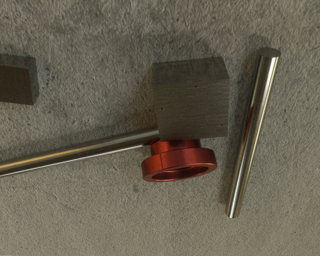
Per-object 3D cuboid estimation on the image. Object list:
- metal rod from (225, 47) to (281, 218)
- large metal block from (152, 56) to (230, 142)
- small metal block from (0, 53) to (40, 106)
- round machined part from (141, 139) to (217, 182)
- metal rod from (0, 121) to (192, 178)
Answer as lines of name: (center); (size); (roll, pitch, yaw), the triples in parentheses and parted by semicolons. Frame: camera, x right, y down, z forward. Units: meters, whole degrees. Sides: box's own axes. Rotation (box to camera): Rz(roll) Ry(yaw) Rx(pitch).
metal rod: (0.122, 0.031, 0.435); (0.025, 0.025, 0.298); (-1, 130, 0)
large metal block: (0.036, -0.033, 0.364); (0.080, 0.050, 0.080); (-5, 130, 3)
small metal block: (-0.171, -0.056, 0.357); (0.050, 0.025, 0.050); (7, 130, -6)
round machined part: (0.023, 0.041, 0.413); (0.099, 0.042, 0.098); (-8, 161, -3)
metal rod: (-0.101, 0.031, 0.432); (0.301, 0.025, 0.025); (-13, 129, 10)
